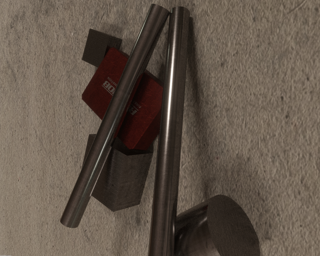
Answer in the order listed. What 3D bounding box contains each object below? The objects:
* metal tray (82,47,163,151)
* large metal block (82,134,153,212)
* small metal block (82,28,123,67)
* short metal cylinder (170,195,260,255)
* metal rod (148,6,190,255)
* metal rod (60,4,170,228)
[{"bbox_3d":[-0.045,-0.042,0.426,0.130,0.030,0.090,43,105,31],"label":"metal tray"},{"bbox_3d":[-0.064,0.059,0.439,0.080,0.050,0.079,24,105,37],"label":"large metal block"},{"bbox_3d":[-0.090,-0.120,0.476,0.050,0.025,0.050,29,108,35],"label":"small metal block"},{"bbox_3d":[0.057,0.116,0.321,0.050,0.081,0.080,-38,67,33],"label":"short metal cylinder"},{"bbox_3d":[0.012,-0.001,0.339,0.025,0.025,0.299,-10,67,39],"label":"metal rod"},{"bbox_3d":[-0.059,-0.011,0.395,0.025,0.025,0.298,28,96,36],"label":"metal rod"}]
